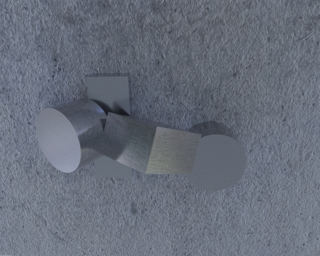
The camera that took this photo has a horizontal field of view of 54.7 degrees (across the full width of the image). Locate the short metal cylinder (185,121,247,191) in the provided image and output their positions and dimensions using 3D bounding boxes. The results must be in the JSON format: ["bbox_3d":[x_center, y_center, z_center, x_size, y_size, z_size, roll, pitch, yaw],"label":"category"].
[{"bbox_3d":[0.068,0.036,0.412,0.081,0.050,0.079,0,110,-1],"label":"short metal cylinder"}]

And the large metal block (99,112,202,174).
[{"bbox_3d":[-0.011,0.018,0.368,0.081,0.080,0.050,10,95,-48],"label":"large metal block"}]

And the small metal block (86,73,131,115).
[{"bbox_3d":[-0.063,-0.043,0.394,0.050,0.025,0.050,-1,110,0],"label":"small metal block"}]

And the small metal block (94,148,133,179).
[{"bbox_3d":[-0.062,0.040,0.425,0.050,0.025,0.050,3,110,-2],"label":"small metal block"}]

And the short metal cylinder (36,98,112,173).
[{"bbox_3d":[-0.105,0.008,0.380,0.080,0.050,0.079,14,115,33],"label":"short metal cylinder"}]
